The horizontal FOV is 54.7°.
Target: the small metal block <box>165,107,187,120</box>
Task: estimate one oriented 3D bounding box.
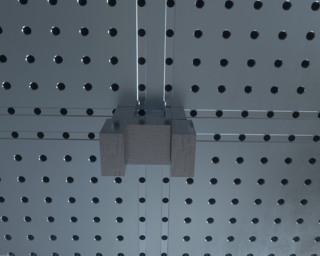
[{"bbox_3d":[0.020,0.004,0.401,0.025,0.050,0.050,-1,110,0],"label":"small metal block"}]

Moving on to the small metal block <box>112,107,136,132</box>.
[{"bbox_3d":[-0.046,0.004,0.400,0.025,0.050,0.050,1,110,-1],"label":"small metal block"}]

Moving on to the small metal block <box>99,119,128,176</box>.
[{"bbox_3d":[-0.051,0.021,0.353,0.025,0.050,0.050,1,110,0],"label":"small metal block"}]

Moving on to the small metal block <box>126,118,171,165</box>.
[{"bbox_3d":[-0.013,0.016,0.366,0.050,0.025,0.050,1,110,-1],"label":"small metal block"}]

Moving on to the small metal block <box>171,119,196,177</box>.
[{"bbox_3d":[0.025,0.022,0.354,0.025,0.050,0.050,1,110,0],"label":"small metal block"}]
